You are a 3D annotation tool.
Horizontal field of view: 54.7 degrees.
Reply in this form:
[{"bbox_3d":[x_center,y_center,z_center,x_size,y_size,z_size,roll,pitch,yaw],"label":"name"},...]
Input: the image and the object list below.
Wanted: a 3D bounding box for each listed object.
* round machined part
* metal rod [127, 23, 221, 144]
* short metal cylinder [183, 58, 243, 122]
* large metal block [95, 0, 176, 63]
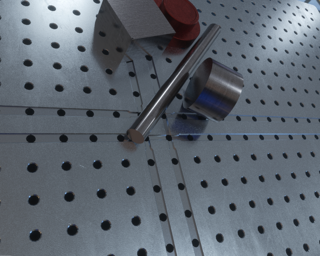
[{"bbox_3d":[0.027,-0.188,0.529,0.099,0.042,0.098,14,56,-21],"label":"round machined part"},{"bbox_3d":[0.035,-0.086,0.481,0.025,0.025,0.301,37,51,-4],"label":"metal rod"},{"bbox_3d":[0.075,-0.054,0.449,0.050,0.080,0.080,24,53,-14],"label":"short metal cylinder"},{"bbox_3d":[-0.037,-0.152,0.466,0.081,0.050,0.080,-22,74,-36],"label":"large metal block"}]
